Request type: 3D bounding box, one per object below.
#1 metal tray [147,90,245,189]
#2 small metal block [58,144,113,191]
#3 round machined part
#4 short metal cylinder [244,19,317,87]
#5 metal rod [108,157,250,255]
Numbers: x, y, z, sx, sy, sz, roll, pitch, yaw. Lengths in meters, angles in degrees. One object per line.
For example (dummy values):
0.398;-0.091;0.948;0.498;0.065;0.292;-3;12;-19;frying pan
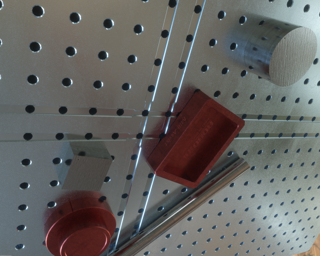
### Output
0.053;0.021;0.451;0.090;0.030;0.130;27;103;-38;metal tray
-0.095;0.051;0.392;0.050;0.025;0.050;12;112;-34;small metal block
-0.108;0.149;0.435;0.099;0.042;0.097;-14;125;-21;round machined part
0.164;-0.103;0.423;0.081;0.050;0.079;-14;124;-21;short metal cylinder
0.024;0.147;0.517;0.301;0.025;0.025;-35;129;-5;metal rod
